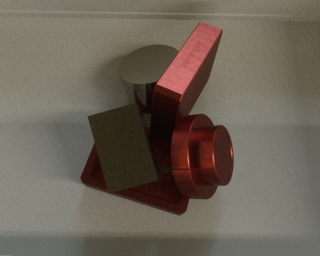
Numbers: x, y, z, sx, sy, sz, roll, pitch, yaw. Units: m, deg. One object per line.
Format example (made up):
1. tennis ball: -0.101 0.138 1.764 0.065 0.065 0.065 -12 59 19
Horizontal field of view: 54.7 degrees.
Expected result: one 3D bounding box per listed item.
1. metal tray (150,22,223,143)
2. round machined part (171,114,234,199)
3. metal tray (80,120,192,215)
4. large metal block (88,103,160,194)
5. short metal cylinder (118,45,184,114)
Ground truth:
1. metal tray: 0.032 -0.056 0.378 0.030 0.089 0.130 24 56 11
2. round machined part: 0.054 0.032 0.355 0.042 0.098 0.098 -6 67 30
3. metal tray: -0.020 0.046 0.387 0.131 0.030 0.090 16 71 6
4. large metal block: -0.036 0.022 0.346 0.050 0.080 0.080 -16 87 0
5. short metal cylinder: -0.008 -0.064 0.402 0.080 0.050 0.080 -7 47 8
